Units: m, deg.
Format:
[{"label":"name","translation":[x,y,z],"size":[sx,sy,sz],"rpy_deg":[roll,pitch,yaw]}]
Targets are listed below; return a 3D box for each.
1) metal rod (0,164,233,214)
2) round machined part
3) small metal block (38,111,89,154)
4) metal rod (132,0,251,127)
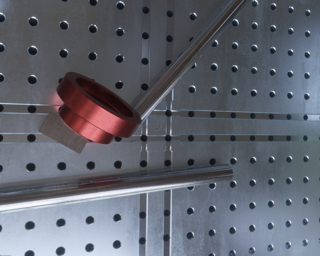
[{"label":"metal rod","translation":[-0.043,0.074,0.396],"size":[0.303,0.025,0.025],"rpy_deg":[-4,92,-20]},{"label":"round machined part","translation":[-0.073,-0.018,0.351],"size":[0.098,0.098,0.042],"rpy_deg":[33,101,-17]},{"label":"small metal block","translation":[-0.111,0.005,0.358],"size":[0.050,0.050,0.025],"rpy_deg":[33,80,-17]},{"label":"metal rod","translation":[0.059,-0.120,0.433],"size":[0.025,0.025,0.300],"rpy_deg":[44,76,-15]}]
